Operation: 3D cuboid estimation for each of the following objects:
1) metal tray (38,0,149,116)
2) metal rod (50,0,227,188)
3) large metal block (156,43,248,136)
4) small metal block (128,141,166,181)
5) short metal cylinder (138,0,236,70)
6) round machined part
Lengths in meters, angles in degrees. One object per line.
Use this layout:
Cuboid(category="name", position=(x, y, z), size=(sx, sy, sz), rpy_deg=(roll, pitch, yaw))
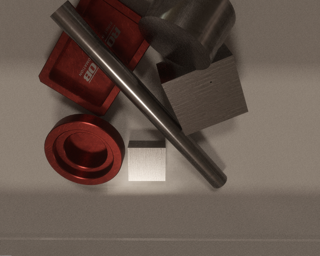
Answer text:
Cuboid(category="metal tray", position=(-0.074, -0.090, 0.374), size=(0.090, 0.030, 0.129), rpy_deg=(32, 107, -12))
Cuboid(category="metal rod", position=(-0.009, -0.023, 0.378), size=(0.025, 0.025, 0.300), rpy_deg=(-38, 116, 12))
Cuboid(category="large metal block", position=(0.050, -0.048, 0.369), size=(0.080, 0.050, 0.080), rpy_deg=(-22, 127, 7))
Cuboid(category="small metal block", position=(-0.018, 0.045, 0.428), size=(0.050, 0.025, 0.050), rpy_deg=(0, 110, -1))
Cuboid(category="short metal cylinder", position=(0.026, -0.101, 0.305), size=(0.080, 0.080, 0.050), rpy_deg=(33, 80, -12))
Cuboid(category="round machined part", position=(-0.094, 0.024, 0.403), size=(0.099, 0.042, 0.097), rpy_deg=(2, 121, 4))
